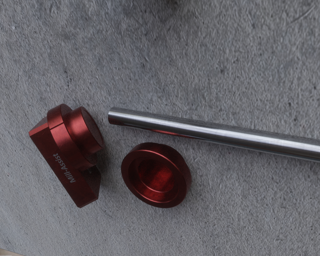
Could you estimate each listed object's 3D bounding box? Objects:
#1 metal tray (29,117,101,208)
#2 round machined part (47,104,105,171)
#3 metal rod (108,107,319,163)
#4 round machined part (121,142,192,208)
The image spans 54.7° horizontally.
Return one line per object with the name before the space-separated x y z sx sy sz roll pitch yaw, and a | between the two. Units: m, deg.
metal tray | -0.135 0.043 0.462 0.030 0.090 0.130 -28 107 1
round machined part | -0.112 0.008 0.436 0.042 0.098 0.098 -28 107 0
metal rod | 0.072 0.007 0.373 0.301 0.025 0.025 10 123 22
round machined part | -0.002 0.061 0.435 0.098 0.042 0.097 13 124 21
